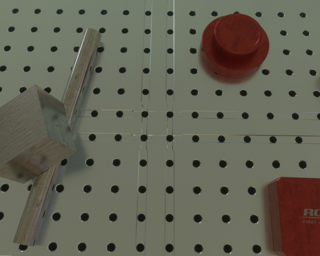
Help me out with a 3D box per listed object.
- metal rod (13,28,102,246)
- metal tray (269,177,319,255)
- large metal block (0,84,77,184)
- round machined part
[{"bbox_3d":[-0.129,-0.003,0.411,0.025,0.025,0.299,11,70,4],"label":"metal rod"},{"bbox_3d":[0.204,0.108,0.371,0.131,0.030,0.090,2,70,0],"label":"metal tray"},{"bbox_3d":[-0.158,0.008,0.373,0.080,0.050,0.080,-31,59,8],"label":"large metal block"},{"bbox_3d":[0.110,-0.125,0.449,0.099,0.042,0.098,0,70,0],"label":"round machined part"}]
